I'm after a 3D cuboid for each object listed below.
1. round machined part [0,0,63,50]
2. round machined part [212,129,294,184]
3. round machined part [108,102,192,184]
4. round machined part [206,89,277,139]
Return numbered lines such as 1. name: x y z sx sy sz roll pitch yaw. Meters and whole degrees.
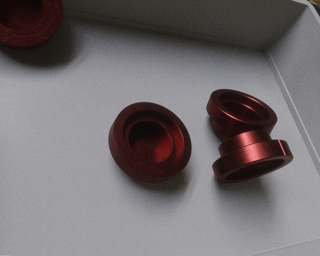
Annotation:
1. round machined part: -0.171 -0.142 0.373 0.099 0.042 0.097 0 90 -26
2. round machined part: 0.114 0.035 0.398 0.099 0.097 0.042 -1 63 -29
3. round machined part: -0.015 0.021 0.374 0.099 0.042 0.098 14 56 -21
4. round machined part: 0.113 -0.014 0.449 0.099 0.042 0.098 13 32 -8
